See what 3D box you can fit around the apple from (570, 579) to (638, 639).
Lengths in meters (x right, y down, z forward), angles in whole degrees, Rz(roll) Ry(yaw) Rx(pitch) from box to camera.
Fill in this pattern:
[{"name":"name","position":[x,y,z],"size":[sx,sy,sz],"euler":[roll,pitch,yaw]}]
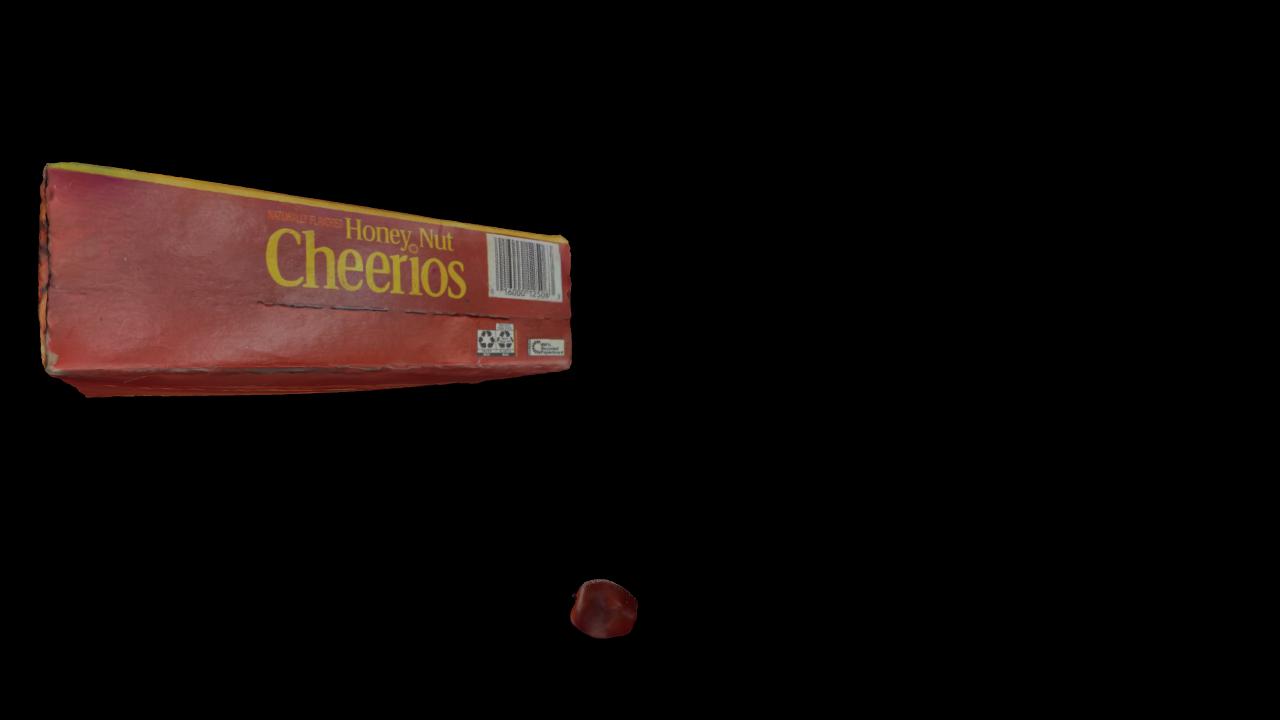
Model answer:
[{"name":"apple","position":[-0.051,0.340,0.841],"size":[0.093,0.079,0.079],"euler":[22,-3,-7]}]

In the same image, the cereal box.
[{"name":"cereal box","position":[-0.207,-0.020,0.369],"size":[0.203,0.081,0.306],"euler":[0,-3,-40]}]
